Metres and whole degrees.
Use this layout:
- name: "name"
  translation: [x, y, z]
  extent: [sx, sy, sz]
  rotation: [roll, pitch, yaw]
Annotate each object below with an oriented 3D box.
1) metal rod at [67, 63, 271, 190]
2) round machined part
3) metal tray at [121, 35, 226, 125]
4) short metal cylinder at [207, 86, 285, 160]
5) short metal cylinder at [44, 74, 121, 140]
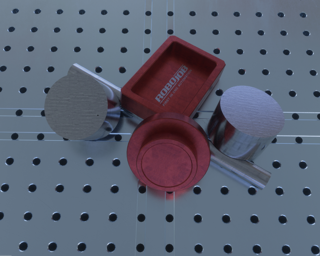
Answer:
- name: "metal rod"
  translation: [0.005, -0.007, 0.414]
  extent: [0.301, 0.025, 0.025]
  rotation: [30, 73, 10]
- name: "round machined part"
  translation: [0.009, 0.034, 0.361]
  extent: [0.099, 0.042, 0.097]
  rotation: [2, 113, 5]
- name: "metal tray"
  translation: [0.019, -0.060, 0.416]
  extent: [0.090, 0.030, 0.130]
  rotation: [30, 59, 10]
- name: "short metal cylinder"
  translation: [0.106, -0.007, 0.389]
  extent: [0.081, 0.050, 0.080]
  rotation: [7, 53, -8]
- name: "short metal cylinder"
  translation: [-0.096, -0.024, 0.394]
  extent: [0.080, 0.050, 0.080]
  rotation: [-1, 87, 10]
